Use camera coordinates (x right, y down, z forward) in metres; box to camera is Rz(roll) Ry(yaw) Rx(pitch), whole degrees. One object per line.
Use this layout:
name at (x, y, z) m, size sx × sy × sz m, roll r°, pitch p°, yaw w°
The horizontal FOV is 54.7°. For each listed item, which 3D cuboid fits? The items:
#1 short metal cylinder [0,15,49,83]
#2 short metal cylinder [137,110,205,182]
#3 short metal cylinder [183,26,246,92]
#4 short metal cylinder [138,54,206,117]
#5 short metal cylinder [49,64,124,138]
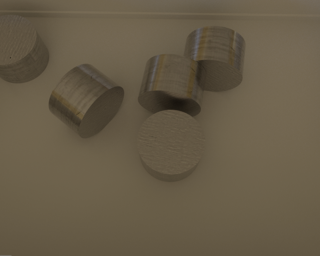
short metal cylinder at (-0.205, -0.110, 0.435) m, size 0.081 × 0.050 × 0.080 m, roll 0°, pitch 70°, yaw 0°
short metal cylinder at (0.013, 0.024, 0.388) m, size 0.081 × 0.050 × 0.080 m, roll 0°, pitch 70°, yaw 0°
short metal cylinder at (0.071, -0.090, 0.414) m, size 0.080 × 0.080 × 0.050 m, roll 9°, pitch 70°, yaw 3°
short metal cylinder at (0.016, -0.051, 0.399) m, size 0.080 × 0.080 × 0.050 m, roll 10°, pitch 71°, yaw 3°
short metal cylinder at (-0.091, -0.034, 0.392) m, size 0.050 × 0.080 × 0.080 m, roll 37°, pitch 74°, yaw 12°
